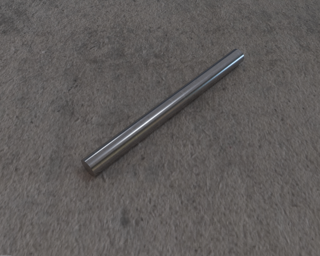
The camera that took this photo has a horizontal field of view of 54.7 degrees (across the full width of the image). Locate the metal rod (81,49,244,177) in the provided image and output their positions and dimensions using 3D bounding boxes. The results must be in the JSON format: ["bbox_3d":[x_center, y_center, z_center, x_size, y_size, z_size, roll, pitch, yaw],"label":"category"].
[{"bbox_3d":[0.021,-0.035,0.432,0.025,0.025,0.302,37,59,26],"label":"metal rod"}]
